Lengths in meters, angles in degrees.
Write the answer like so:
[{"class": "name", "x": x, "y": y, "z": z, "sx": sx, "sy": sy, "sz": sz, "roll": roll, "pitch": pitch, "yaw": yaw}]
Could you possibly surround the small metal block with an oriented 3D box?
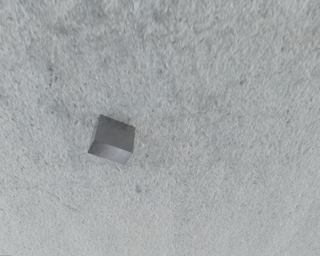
[{"class": "small metal block", "x": -0.062, "y": 0.015, "z": 0.403, "sx": 0.050, "sy": 0.050, "sz": 0.025, "roll": 21, "pitch": 127, "yaw": -17}]
